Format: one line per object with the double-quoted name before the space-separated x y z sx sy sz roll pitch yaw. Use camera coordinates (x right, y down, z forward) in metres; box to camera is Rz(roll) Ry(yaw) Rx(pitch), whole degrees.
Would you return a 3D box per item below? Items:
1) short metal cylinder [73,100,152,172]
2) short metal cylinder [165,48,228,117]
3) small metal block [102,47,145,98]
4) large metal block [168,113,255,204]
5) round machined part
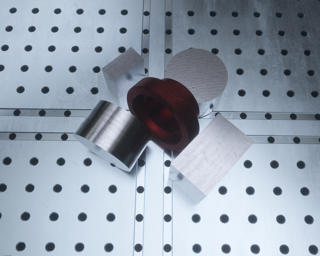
"short metal cylinder" -0.057 0.010 0.378 0.080 0.080 0.050 29 73 10
"short metal cylinder" 0.047 -0.060 0.420 0.081 0.050 0.080 0 70 0
"small metal block" -0.048 -0.075 0.425 0.050 0.050 0.025 -40 75 -13
"large metal block" 0.057 0.040 0.369 0.050 0.080 0.080 42 75 13
"round machined part" 0.009 -0.022 0.381 0.098 0.098 0.042 39 62 12
